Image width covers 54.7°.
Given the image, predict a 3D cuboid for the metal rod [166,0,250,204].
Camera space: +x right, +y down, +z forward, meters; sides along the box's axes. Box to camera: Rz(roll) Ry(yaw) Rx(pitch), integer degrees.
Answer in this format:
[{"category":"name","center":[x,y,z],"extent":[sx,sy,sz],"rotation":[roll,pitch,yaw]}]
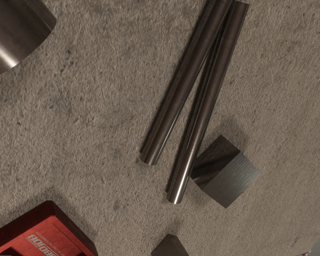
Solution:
[{"category":"metal rod","center":[0.058,-0.019,0.428],"extent":[0.025,0.025,0.298],"rotation":[1,118,-29]}]

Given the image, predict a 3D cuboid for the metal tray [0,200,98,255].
[{"category":"metal tray","center":[-0.153,0.167,0.423],"extent":[0.090,0.030,0.130],"rotation":[-31,129,-8]}]

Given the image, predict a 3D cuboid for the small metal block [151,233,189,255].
[{"category":"small metal block","center":[0.018,0.223,0.541],"extent":[0.025,0.050,0.050],"rotation":[32,100,-39]}]

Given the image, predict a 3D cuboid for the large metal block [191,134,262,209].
[{"category":"large metal block","center":[0.101,0.070,0.492],"extent":[0.080,0.050,0.080],"rotation":[-46,130,3]}]

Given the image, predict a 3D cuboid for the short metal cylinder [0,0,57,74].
[{"category":"short metal cylinder","center":[-0.132,-0.085,0.247],"extent":[0.080,0.080,0.050],"rotation":[-38,130,-3]}]

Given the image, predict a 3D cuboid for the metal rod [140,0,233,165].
[{"category":"metal rod","center":[0.042,-0.084,0.379],"extent":[0.025,0.025,0.298],"rotation":[11,113,-34]}]
